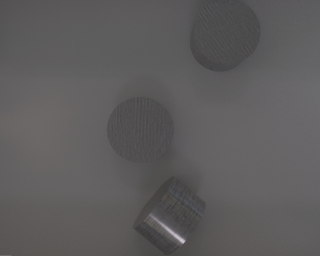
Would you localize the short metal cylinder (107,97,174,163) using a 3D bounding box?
[{"bbox_3d":[-0.024,0.002,0.399,0.081,0.050,0.080,0,90,0],"label":"short metal cylinder"}]

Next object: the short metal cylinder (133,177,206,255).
[{"bbox_3d":[0.011,0.107,0.384,0.050,0.080,0.080,40,90,0],"label":"short metal cylinder"}]

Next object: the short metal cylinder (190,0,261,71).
[{"bbox_3d":[0.082,-0.117,0.399,0.081,0.050,0.080,0,90,0],"label":"short metal cylinder"}]
